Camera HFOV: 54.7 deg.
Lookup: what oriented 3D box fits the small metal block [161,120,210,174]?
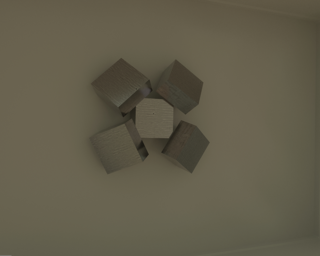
[{"bbox_3d":[0.035,0.026,0.409,0.050,0.025,0.050,-58,141,-11],"label":"small metal block"}]

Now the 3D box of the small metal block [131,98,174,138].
[{"bbox_3d":[-0.011,-0.012,0.404,0.050,0.025,0.050,2,90,-20],"label":"small metal block"}]

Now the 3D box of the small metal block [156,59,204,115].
[{"bbox_3d":[0.027,-0.054,0.405,0.050,0.025,0.050,37,41,-17],"label":"small metal block"}]

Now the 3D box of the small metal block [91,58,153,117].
[{"bbox_3d":[-0.046,-0.050,0.378,0.050,0.025,0.050,40,75,23],"label":"small metal block"}]

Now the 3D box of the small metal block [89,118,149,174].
[{"bbox_3d":[-0.049,0.022,0.378,0.050,0.025,0.050,-21,99,19],"label":"small metal block"}]
